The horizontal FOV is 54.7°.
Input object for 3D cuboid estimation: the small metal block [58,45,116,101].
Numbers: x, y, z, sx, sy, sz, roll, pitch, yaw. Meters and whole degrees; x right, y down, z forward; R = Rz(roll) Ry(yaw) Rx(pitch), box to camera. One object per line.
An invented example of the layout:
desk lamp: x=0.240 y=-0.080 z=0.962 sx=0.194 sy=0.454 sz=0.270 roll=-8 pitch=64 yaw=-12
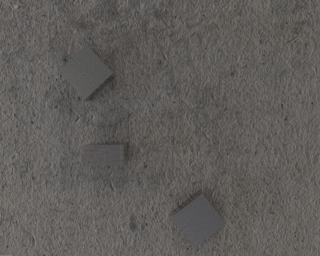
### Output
small metal block: x=-0.095 y=-0.071 z=0.409 sx=0.050 sy=0.025 sz=0.050 roll=-43 pitch=90 yaw=0

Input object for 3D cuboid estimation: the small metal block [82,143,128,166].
small metal block: x=-0.068 y=0.033 z=0.397 sx=0.050 sy=0.050 sz=0.025 roll=-1 pitch=90 yaw=0

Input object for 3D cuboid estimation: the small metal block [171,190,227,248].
small metal block: x=0.050 y=0.119 z=0.410 sx=0.050 sy=0.025 sz=0.050 roll=-38 pitch=90 yaw=0
